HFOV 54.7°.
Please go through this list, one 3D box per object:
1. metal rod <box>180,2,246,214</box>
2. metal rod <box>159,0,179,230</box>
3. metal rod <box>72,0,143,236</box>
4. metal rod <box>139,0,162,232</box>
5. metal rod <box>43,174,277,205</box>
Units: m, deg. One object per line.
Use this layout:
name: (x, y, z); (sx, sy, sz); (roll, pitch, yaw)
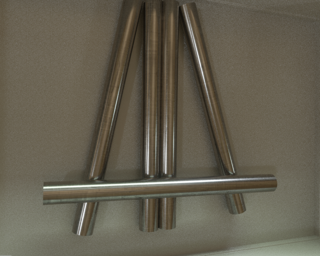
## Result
metal rod: (0.075, -0.023, 0.437); (0.025, 0.025, 0.298); (-17, 96, -19)
metal rod: (0.011, -0.018, 0.413); (0.025, 0.025, 0.298); (1, 90, -20)
metal rod: (-0.064, -0.019, 0.386); (0.025, 0.025, 0.298); (13, 86, -20)
metal rod: (-0.012, -0.017, 0.405); (0.025, 0.025, 0.298); (1, 90, -20)
metal rod: (0.016, 0.074, 0.387); (0.302, 0.025, 0.025); (1, 90, -20)
